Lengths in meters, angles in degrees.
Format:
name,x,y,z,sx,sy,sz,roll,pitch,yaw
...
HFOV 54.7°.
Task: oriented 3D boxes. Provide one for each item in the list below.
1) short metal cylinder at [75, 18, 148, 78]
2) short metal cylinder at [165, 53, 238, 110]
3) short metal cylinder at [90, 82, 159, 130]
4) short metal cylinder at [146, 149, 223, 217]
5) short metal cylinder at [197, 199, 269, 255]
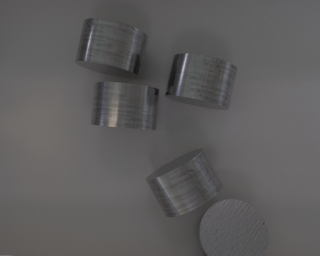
name,x,y,z,sx,sy,sz,roll,pitch,yaw
short metal cylinder,-0.059,-0.096,0.383,0.080,0.080,0.050,12,90,0
short metal cylinder,0.050,-0.056,0.384,0.080,0.080,0.050,12,90,0
short metal cylinder,-0.043,-0.026,0.383,0.080,0.080,0.050,5,90,0
short metal cylinder,0.030,0.067,0.384,0.080,0.080,0.050,-29,90,0
short metal cylinder,0.088,0.133,0.386,0.080,0.050,0.080,-1,67,2
